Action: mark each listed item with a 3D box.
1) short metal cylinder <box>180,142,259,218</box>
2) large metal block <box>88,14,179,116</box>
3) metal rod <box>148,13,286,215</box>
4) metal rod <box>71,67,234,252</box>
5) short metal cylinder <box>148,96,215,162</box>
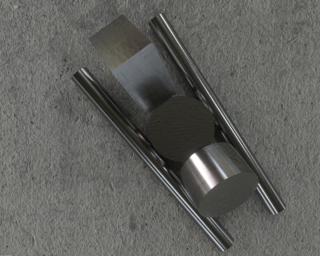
[{"bbox_3d":[0.071,0.064,0.378,0.080,0.080,0.050,-31,48,0],"label":"short metal cylinder"},{"bbox_3d":[-0.031,-0.074,0.368,0.050,0.080,0.080,-36,49,0],"label":"large metal block"},{"bbox_3d":[0.076,-0.018,0.411,0.025,0.025,0.299,-33,90,0],"label":"metal rod"},{"bbox_3d":[-0.009,0.041,0.410,0.025,0.025,0.300,-41,90,0],"label":"metal rod"},{"bbox_3d":[0.026,0.001,0.399,0.081,0.050,0.080,0,90,0],"label":"short metal cylinder"}]
